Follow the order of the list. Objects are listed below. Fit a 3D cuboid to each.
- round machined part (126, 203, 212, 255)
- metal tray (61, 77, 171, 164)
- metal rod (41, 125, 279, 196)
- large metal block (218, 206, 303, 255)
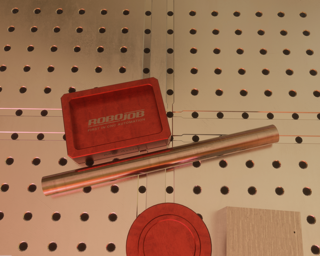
[{"bbox_3d":[0.010,0.135,0.353,0.099,0.042,0.098,0,70,0],"label":"round machined part"},{"bbox_3d":[-0.058,-0.011,0.412,0.131,0.030,0.090,-12,70,-5],"label":"metal tray"},{"bbox_3d":[0.005,0.040,0.396,0.302,0.025,0.025,-12,71,-5],"label":"metal rod"},{"bbox_3d":[0.111,0.135,0.350,0.080,0.050,0.080,4,70,1],"label":"large metal block"}]
